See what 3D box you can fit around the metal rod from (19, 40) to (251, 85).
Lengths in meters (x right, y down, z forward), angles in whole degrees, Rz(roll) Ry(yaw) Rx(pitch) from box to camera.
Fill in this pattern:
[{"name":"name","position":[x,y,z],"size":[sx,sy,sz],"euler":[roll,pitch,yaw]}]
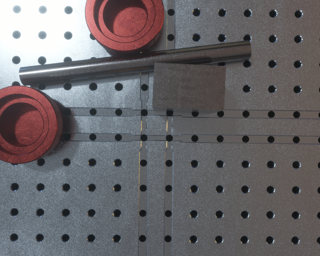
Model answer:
[{"name":"metal rod","position":[-0.032,-0.086,0.412],"size":[0.302,0.025,0.025],"euler":[-7,90,0]}]

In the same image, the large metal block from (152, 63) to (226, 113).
[{"name":"large metal block","position":[0.033,-0.047,0.386],"size":[0.081,0.080,0.050],"euler":[3,90,0]}]

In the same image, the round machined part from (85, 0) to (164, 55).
[{"name":"round machined part","position":[-0.044,-0.144,0.404],"size":[0.099,0.042,0.097],"euler":[0,90,0]}]

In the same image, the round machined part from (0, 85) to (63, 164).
[{"name":"round machined part","position":[-0.176,-0.004,0.403],"size":[0.099,0.042,0.097],"euler":[0,90,0]}]
